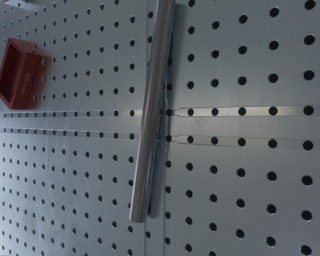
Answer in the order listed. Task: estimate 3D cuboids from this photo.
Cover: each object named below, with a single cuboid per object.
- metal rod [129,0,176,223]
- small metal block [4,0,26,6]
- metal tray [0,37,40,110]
[{"bbox_3d":[-0.011,-0.019,0.418,0.025,0.025,0.298,13,98,39],"label":"metal rod"},{"bbox_3d":[-0.312,-0.295,0.667,0.050,0.025,0.050,3,92,40],"label":"small metal block"},{"bbox_3d":[-0.304,-0.113,0.656,0.090,0.030,0.129,39,113,33],"label":"metal tray"}]
